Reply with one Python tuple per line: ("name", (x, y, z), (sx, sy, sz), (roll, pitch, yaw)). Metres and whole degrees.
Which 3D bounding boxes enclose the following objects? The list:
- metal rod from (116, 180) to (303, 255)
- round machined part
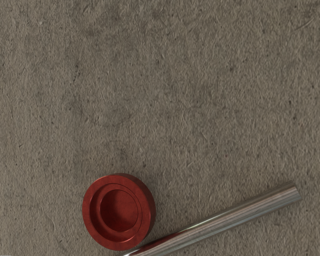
("metal rod", (0.031, 0.140, 0.397), (0.300, 0.025, 0.025), (-29, 81, 17))
("round machined part", (-0.051, 0.109, 0.417), (0.098, 0.042, 0.097), (0, 90, 19))
